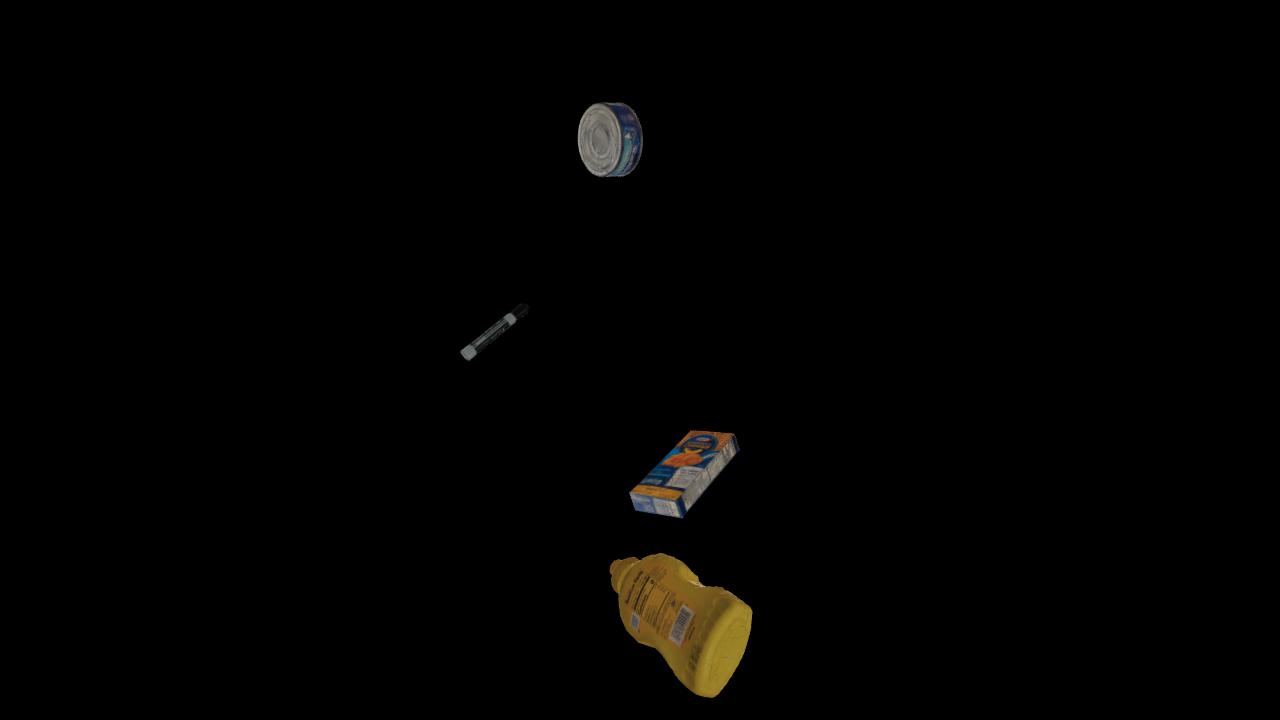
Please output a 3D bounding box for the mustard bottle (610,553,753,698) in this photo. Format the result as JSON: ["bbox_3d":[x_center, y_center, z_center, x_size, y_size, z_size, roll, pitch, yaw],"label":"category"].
[{"bbox_3d":[0.025,0.246,0.621,0.054,0.092,0.184,25,-6,-36],"label":"mustard bottle"}]

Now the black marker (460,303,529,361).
[{"bbox_3d":[-0.209,-0.043,0.895,0.121,0.020,0.020,-44,22,-25],"label":"black marker"}]

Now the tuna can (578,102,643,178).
[{"bbox_3d":[-0.037,-0.260,0.727,0.034,0.084,0.084,-19,13,-41],"label":"tuna can"}]

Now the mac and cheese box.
[{"bbox_3d":[0.074,0.177,0.982,0.093,0.041,0.184,-3,25,40],"label":"mac and cheese box"}]
